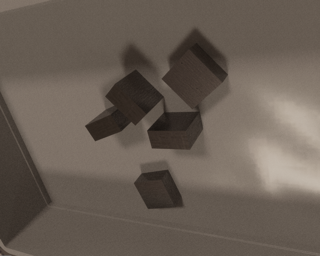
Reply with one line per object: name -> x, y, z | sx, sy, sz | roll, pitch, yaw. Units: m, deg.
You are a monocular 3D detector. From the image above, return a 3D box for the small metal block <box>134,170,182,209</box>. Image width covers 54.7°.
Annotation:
small metal block -> -0.003, 0.093, 0.467 | 0.050, 0.025, 0.050 | -13, 112, 33

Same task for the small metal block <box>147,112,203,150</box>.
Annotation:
small metal block -> 0.020, 0.002, 0.382 | 0.050, 0.050, 0.025 | 0, 118, 28

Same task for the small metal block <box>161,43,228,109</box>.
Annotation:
small metal block -> 0.039, -0.058, 0.351 | 0.050, 0.025, 0.050 | 44, 129, -3

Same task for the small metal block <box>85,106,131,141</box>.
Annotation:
small metal block -> -0.063, -0.011, 0.417 | 0.050, 0.050, 0.025 | -20, 108, 35

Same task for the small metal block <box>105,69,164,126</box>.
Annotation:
small metal block -> -0.030, -0.039, 0.383 | 0.050, 0.050, 0.025 | 44, 129, -3
